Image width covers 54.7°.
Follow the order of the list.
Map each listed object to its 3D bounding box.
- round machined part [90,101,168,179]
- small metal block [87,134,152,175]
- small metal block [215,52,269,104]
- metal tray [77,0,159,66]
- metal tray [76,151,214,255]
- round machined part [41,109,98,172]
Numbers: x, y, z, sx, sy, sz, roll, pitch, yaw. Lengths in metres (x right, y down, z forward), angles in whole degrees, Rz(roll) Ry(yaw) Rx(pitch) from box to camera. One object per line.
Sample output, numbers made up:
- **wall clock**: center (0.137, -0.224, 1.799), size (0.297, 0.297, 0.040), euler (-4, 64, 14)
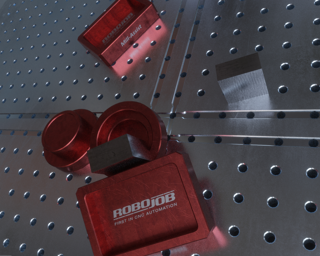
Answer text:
- **round machined part**: center (-0.036, 0.018, 0.394), size (0.098, 0.042, 0.098), euler (-5, 75, 21)
- **small metal block**: center (-0.043, 0.031, 0.343), size (0.050, 0.050, 0.025), euler (-23, 70, 16)
- **small metal block**: center (0.100, -0.059, 0.376), size (0.050, 0.050, 0.025), euler (-14, 56, 20)
- **metal tray**: center (-0.076, -0.180, 0.555), size (0.130, 0.030, 0.090), euler (-46, 51, -4)
- **metal tray**: center (-0.019, 0.088, 0.337), size (0.130, 0.030, 0.090), euler (-22, 80, 15)
- **round machined part**: center (-0.135, 0.012, 0.461), size (0.098, 0.042, 0.098), euler (-13, 56, 21)
